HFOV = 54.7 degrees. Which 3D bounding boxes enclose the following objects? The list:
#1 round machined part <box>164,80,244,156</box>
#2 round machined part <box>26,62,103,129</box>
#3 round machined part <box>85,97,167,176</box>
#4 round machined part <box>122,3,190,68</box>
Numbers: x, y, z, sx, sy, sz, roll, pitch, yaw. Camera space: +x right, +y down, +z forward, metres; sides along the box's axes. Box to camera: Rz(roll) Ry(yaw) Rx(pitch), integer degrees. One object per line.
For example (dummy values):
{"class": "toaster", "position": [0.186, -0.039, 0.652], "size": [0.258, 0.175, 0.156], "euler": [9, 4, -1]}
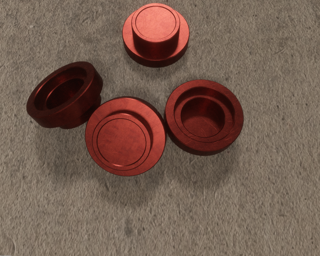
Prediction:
{"class": "round machined part", "position": [0.053, -0.010, 0.401], "size": [0.099, 0.042, 0.098], "euler": [2, 68, -5]}
{"class": "round machined part", "position": [-0.115, -0.037, 0.396], "size": [0.098, 0.042, 0.098], "euler": [-16, 45, 17]}
{"class": "round machined part", "position": [-0.042, 0.012, 0.371], "size": [0.099, 0.042, 0.097], "euler": [1, 102, 4]}
{"class": "round machined part", "position": [-0.006, -0.141, 0.451], "size": [0.099, 0.042, 0.098], "euler": [0, 70, -1]}
